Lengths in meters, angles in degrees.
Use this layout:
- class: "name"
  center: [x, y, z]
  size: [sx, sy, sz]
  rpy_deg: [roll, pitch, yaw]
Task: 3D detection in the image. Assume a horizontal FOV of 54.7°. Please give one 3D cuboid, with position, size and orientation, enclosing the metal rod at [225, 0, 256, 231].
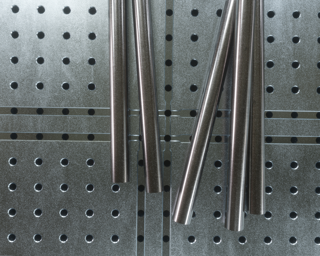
- class: "metal rod"
  center: [0.104, -0.015, 0.403]
  size: [0.025, 0.025, 0.298]
  rpy_deg: [2, 95, -1]

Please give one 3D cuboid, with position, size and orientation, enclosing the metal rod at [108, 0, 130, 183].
- class: "metal rod"
  center: [-0.055, -0.078, 0.412]
  size: [0.025, 0.025, 0.298]
  rpy_deg: [-1, 90, -1]

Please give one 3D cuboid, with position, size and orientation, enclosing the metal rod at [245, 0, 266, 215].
- class: "metal rod"
  center: [0.127, -0.036, 0.415]
  size: [0.025, 0.025, 0.298]
  rpy_deg: [0, 90, -1]

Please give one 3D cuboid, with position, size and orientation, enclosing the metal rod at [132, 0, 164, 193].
- class: "metal rod"
  center: [-0.018, -0.065, 0.413]
  size: [0.025, 0.025, 0.298]
  rpy_deg: [-4, 90, -1]

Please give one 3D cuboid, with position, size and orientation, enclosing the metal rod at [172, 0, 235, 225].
- class: "metal rod"
  center: [0.063, -0.021, 0.414]
  size: [0.025, 0.025, 0.298]
  rpy_deg: [14, 90, -1]
